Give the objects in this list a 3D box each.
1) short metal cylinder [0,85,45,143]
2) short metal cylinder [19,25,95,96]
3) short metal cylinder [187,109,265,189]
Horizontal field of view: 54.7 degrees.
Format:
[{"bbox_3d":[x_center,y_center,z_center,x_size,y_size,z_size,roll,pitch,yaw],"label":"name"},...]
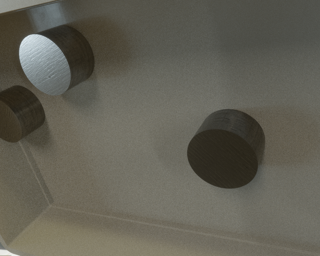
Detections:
[{"bbox_3d":[-0.237,-0.023,0.504,0.080,0.050,0.079,13,124,21],"label":"short metal cylinder"},{"bbox_3d":[-0.135,-0.089,0.408,0.080,0.050,0.079,13,124,21],"label":"short metal cylinder"},{"bbox_3d":[0.079,0.024,0.366,0.080,0.050,0.079,13,124,21],"label":"short metal cylinder"}]
